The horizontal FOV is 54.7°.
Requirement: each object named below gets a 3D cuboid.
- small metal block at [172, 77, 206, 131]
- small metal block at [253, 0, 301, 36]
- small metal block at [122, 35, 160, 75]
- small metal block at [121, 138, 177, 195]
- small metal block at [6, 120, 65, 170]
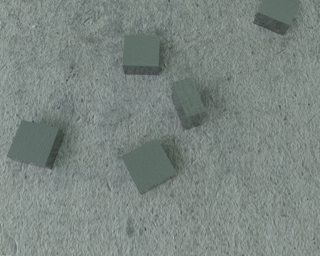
[{"bbox_3d":[0.036,-0.031,0.406,0.025,0.050,0.050,-17,71,-6],"label":"small metal block"},{"bbox_3d":[0.179,-0.177,0.474,0.050,0.025,0.050,27,72,9],"label":"small metal block"},{"bbox_3d":[-0.026,-0.105,0.446,0.050,0.025,0.050,2,70,0],"label":"small metal block"},{"bbox_3d":[-0.014,0.049,0.390,0.050,0.025,0.050,-27,72,-10],"label":"small metal block"},{"bbox_3d":[-0.159,0.022,0.399,0.050,0.025,0.050,13,70,4],"label":"small metal block"}]
